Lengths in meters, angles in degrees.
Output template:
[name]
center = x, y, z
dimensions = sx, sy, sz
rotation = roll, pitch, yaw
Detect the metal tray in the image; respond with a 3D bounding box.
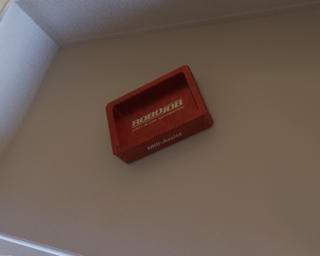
[metal tray]
center = -0.005, -0.018, 0.413
dimensions = 0.130, 0.030, 0.090
rotation = -25, 53, 12
